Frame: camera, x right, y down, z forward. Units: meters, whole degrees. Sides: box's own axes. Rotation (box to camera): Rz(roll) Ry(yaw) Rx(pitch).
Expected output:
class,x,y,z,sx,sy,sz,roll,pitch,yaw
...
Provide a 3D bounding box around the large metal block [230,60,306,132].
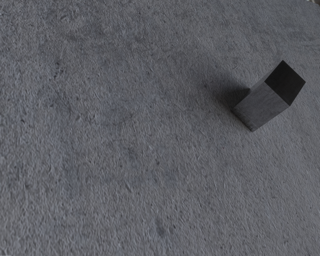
class,x,y,z,sx,sy,sz,roll,pitch,yaw
large metal block,0.171,-0.050,0.491,0.050,0.080,0.080,45,51,3
